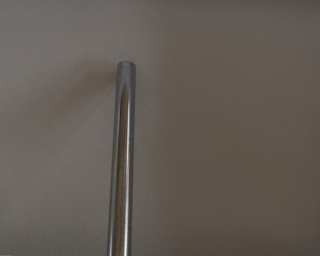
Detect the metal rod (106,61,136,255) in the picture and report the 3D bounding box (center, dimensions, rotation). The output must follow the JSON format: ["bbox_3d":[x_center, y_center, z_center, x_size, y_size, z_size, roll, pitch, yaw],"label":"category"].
[{"bbox_3d":[-0.043,0.054,0.350,0.025,0.025,0.299,-1,65,0],"label":"metal rod"}]
